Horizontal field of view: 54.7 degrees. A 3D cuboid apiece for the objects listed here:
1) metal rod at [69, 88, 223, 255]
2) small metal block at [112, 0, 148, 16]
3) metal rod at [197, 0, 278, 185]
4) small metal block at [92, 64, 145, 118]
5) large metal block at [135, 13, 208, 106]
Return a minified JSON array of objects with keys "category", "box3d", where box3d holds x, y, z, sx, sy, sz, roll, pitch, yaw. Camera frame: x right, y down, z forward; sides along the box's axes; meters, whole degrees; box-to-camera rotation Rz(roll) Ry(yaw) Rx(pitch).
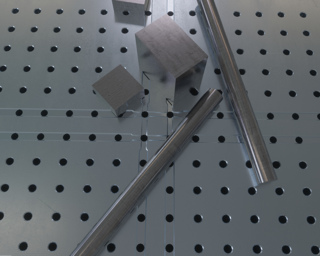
[{"category":"metal rod","box3d":[-0.017,0.063,0.388,0.025,0.025,0.301,37,74,12]},{"category":"small metal block","box3d":[-0.044,-0.209,0.488,0.050,0.025,0.050,9,70,3]},{"category":"metal rod","box3d":[0.102,-0.069,0.437,0.025,0.025,0.299,-12,70,-4]},{"category":"small metal block","box3d":[-0.057,-0.052,0.430,0.050,0.025,0.050,-40,75,-13]},{"category":"large metal block","box3d":[0.014,-0.088,0.415,0.050,0.080,0.080,-37,74,-12]}]
